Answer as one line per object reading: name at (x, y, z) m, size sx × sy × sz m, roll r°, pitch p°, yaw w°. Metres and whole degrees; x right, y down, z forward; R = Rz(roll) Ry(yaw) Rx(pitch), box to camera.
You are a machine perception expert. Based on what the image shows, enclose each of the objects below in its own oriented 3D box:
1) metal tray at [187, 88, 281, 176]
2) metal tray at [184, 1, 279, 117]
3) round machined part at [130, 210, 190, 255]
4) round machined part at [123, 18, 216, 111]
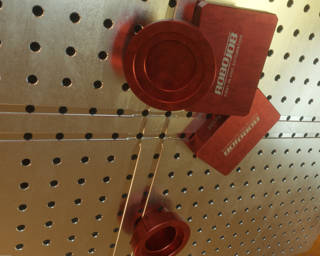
metal tray at (0.115, 0.004, 0.476) m, size 0.130 × 0.030 × 0.090 m, roll -49°, pitch 129°, yaw 6°
metal tray at (0.080, -0.081, 0.384) m, size 0.091 × 0.030 × 0.129 m, roll 5°, pitch 117°, yaw -10°
round machined part at (-0.003, 0.174, 0.509) m, size 0.099 × 0.042 × 0.097 m, roll -14°, pitch 125°, yaw -21°
round machined part at (0.012, -0.071, 0.345) m, size 0.099 × 0.042 × 0.097 m, roll 3°, pitch 116°, yaw 7°
